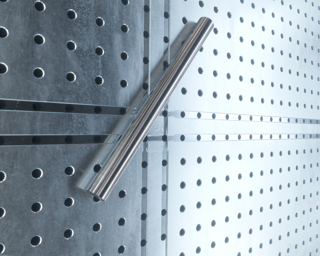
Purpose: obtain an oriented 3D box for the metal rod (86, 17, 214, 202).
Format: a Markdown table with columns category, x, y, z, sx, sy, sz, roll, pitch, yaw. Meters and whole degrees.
| category | x | y | z | sx | sy | sz | roll | pitch | yaw |
| --- | --- | --- | --- | --- | --- | --- | --- | --- | --- |
| metal rod | -0.001 | -0.041 | 0.409 | 0.025 | 0.025 | 0.300 | 46 | 62 | -31 |
